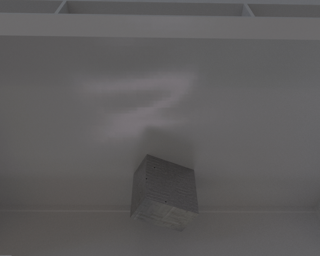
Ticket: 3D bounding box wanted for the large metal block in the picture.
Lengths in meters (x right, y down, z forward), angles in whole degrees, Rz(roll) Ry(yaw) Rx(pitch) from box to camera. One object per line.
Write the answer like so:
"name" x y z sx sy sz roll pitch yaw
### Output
"large metal block" 0.006 0.095 0.453 0.080 0.080 0.050 20 127 -17
